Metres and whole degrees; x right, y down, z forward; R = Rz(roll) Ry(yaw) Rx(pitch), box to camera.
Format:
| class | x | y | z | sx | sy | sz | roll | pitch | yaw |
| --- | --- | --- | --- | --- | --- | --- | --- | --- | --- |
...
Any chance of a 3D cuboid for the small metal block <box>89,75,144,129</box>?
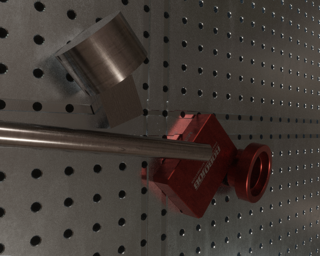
| class | x | y | z | sx | sy | sz | roll | pitch | yaw |
| --- | --- | --- | --- | --- | --- | --- | --- | --- | --- |
| small metal block | -0.052 | -0.032 | 0.367 | 0.050 | 0.025 | 0.050 | -27 | 107 | -37 |

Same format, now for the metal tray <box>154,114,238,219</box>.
| class | x | y | z | sx | sy | sz | roll | pitch | yaw |
| --- | --- | --- | --- | --- | --- | --- | --- | --- | --- |
| metal tray | 0.058 | 0.053 | 0.457 | 0.090 | 0.030 | 0.130 | 52 | 60 | -28 |

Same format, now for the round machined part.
| class | x | y | z | sx | sy | sz | roll | pitch | yaw |
| --- | --- | --- | --- | --- | --- | --- | --- | --- | --- |
| round machined part | 0.147 | 0.072 | 0.515 | 0.099 | 0.042 | 0.097 | -16 | 111 | -48 |

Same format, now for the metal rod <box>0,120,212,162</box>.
| class | x | y | z | sx | sy | sz | roll | pitch | yaw |
| --- | --- | --- | --- | --- | --- | --- | --- | --- | --- |
| metal rod | -0.062 | 0.016 | 0.337 | 0.302 | 0.025 | 0.025 | 8 | 85 | -34 |

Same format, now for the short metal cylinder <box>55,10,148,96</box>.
| class | x | y | z | sx | sy | sz | roll | pitch | yaw |
| --- | --- | --- | --- | --- | --- | --- | --- | --- | --- |
| short metal cylinder | -0.060 | -0.078 | 0.324 | 0.080 | 0.080 | 0.050 | -50 | 120 | -28 |
